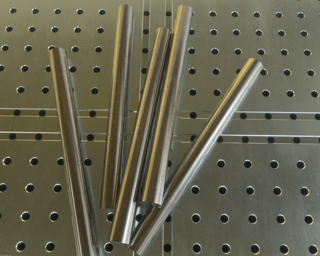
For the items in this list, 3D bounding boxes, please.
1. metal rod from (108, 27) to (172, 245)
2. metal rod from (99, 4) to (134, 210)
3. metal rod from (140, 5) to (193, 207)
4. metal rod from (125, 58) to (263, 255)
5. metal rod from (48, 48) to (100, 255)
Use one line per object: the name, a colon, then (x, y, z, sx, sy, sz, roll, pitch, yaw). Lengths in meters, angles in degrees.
metal rod: (-0.020, -0.007, 0.405, 0.025, 0.025, 0.299, 10, 67, 3)
metal rod: (-0.057, -0.042, 0.426, 0.025, 0.025, 0.299, 2, 70, 0)
metal rod: (0.014, -0.047, 0.417, 0.025, 0.025, 0.299, 9, 66, 3)
metal rod: (0.053, 0.025, 0.403, 0.025, 0.025, 0.300, 32, 73, 11)
metal rod: (-0.113, 0.028, 0.400, 0.025, 0.025, 0.299, -13, 71, -5)
